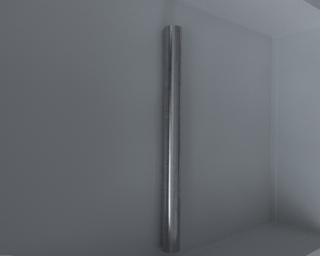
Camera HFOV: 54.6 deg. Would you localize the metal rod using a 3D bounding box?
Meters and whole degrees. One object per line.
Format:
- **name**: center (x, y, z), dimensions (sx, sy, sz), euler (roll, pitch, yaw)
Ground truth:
- **metal rod**: center (0.016, 0.014, 0.418), dimensions (0.025, 0.025, 0.298), euler (1, 90, -40)
